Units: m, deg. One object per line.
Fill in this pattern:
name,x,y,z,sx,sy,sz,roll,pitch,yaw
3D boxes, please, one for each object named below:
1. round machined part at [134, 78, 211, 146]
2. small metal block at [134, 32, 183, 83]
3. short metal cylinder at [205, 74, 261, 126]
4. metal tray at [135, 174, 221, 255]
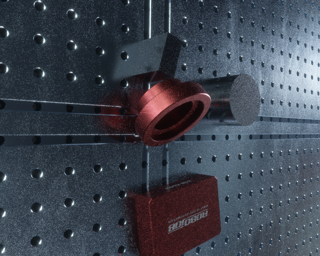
round machined part,0.011,-0.023,0.386,0.099,0.097,0.042,-13,59,-40
small metal block,-0.003,-0.088,0.392,0.025,0.050,0.050,22,76,-38
short metal cylinder,0.115,-0.043,0.492,0.081,0.050,0.079,0,90,-40
metal tray,0.030,0.123,0.434,0.131,0.030,0.089,-9,96,-40
